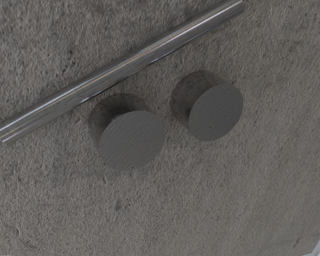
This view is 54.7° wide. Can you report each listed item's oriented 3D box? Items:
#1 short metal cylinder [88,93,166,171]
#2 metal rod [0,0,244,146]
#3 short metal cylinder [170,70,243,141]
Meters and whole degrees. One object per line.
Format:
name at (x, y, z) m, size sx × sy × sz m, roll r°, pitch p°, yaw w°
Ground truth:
short metal cylinder at (-0.040, 0.004, 0.371) m, size 0.081 × 0.050 × 0.079 m, roll -14°, pitch 124°, yaw -21°
metal rod at (-0.036, -0.069, 0.344) m, size 0.301 × 0.025 × 0.025 m, roll -31°, pitch 129°, yaw -8°
short metal cylinder at (0.061, -0.029, 0.406) m, size 0.081 × 0.050 × 0.079 m, roll -14°, pitch 124°, yaw -21°
